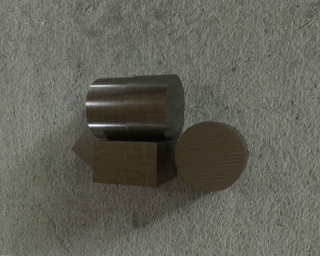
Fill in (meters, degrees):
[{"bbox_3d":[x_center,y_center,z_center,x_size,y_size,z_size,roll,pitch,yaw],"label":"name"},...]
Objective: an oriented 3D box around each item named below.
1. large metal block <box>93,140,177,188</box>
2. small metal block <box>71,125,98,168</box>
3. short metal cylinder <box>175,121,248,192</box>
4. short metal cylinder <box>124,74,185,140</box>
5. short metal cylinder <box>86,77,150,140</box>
[{"bbox_3d":[-0.028,0.040,0.391,0.080,0.080,0.050,1,91,20],"label":"large metal block"},{"bbox_3d":[-0.089,0.026,0.442,0.050,0.025,0.050,39,102,15],"label":"small metal block"},{"bbox_3d":[0.064,0.032,0.374,0.080,0.050,0.079,0,90,20],"label":"short metal cylinder"},{"bbox_3d":[-0.004,-0.025,0.383,0.050,0.080,0.079,1,90,20],"label":"short metal cylinder"},{"bbox_3d":[-0.051,-0.025,0.400,0.050,0.080,0.079,1,90,20],"label":"short metal cylinder"}]
